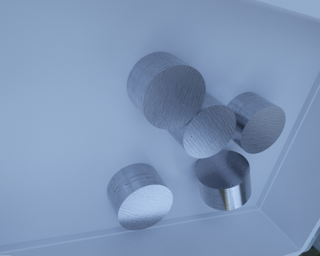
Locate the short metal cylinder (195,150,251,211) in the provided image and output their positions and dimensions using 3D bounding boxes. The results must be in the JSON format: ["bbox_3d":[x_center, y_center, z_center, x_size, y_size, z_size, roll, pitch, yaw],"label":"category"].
[{"bbox_3d":[0.099,0.079,0.479,0.080,0.080,0.050,-26,128,-13],"label":"short metal cylinder"}]

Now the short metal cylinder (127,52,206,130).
[{"bbox_3d":[0.007,-0.045,0.370,0.081,0.050,0.079,-14,125,-21],"label":"short metal cylinder"}]

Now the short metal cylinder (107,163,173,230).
[{"bbox_3d":[-0.029,0.097,0.438,0.081,0.050,0.079,-14,124,-21],"label":"short metal cylinder"}]

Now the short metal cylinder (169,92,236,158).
[{"bbox_3d":[0.055,-0.006,0.421,0.081,0.050,0.079,-14,125,-21],"label":"short metal cylinder"}]

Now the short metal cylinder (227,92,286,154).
[{"bbox_3d":[0.139,-0.008,0.466,0.081,0.050,0.079,-14,125,-21],"label":"short metal cylinder"}]
